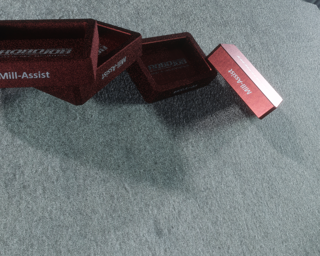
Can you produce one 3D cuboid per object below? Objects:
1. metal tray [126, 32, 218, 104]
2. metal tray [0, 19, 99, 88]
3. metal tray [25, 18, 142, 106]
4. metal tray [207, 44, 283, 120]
[{"bbox_3d":[0.015,-0.095,0.468,0.131,0.030,0.090,-21,73,-36],"label":"metal tray"},{"bbox_3d":[-0.134,-0.082,0.329,0.131,0.030,0.090,-3,44,-5],"label":"metal tray"},{"bbox_3d":[-0.093,-0.087,0.379,0.090,0.030,0.131,22,48,20],"label":"metal tray"},{"bbox_3d":[0.141,-0.080,0.507,0.130,0.030,0.090,51,29,7],"label":"metal tray"}]
